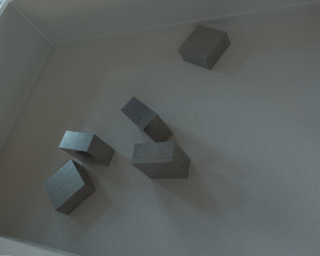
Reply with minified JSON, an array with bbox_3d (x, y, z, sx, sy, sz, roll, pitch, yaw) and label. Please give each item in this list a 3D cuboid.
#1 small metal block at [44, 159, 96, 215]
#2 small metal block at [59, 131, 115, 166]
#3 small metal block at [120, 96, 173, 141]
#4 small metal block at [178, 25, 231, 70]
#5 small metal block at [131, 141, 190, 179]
[{"bbox_3d":[-0.122,0.080,0.419,0.050,0.025,0.050,-42,51,-1],"label":"small metal block"},{"bbox_3d":[-0.099,0.028,0.422,0.050,0.050,0.025,5,65,30],"label":"small metal block"},{"bbox_3d":[-0.016,-0.008,0.402,0.025,0.050,0.050,-47,52,-5],"label":"small metal block"},{"bbox_3d":[0.063,-0.116,0.443,0.050,0.025,0.050,30,78,37],"label":"small metal block"},{"bbox_3d":[0.002,0.039,0.364,0.050,0.050,0.025,-5,60,25],"label":"small metal block"}]
